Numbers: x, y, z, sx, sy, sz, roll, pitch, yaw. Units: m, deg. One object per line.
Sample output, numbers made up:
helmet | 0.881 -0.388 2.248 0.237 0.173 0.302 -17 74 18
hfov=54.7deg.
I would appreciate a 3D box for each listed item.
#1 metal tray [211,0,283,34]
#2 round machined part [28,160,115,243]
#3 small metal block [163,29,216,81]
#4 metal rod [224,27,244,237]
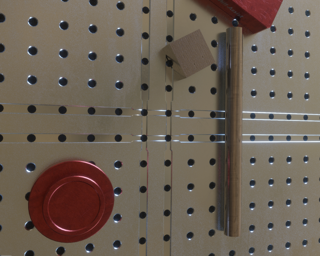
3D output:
metal tray | 0.121 -0.213 0.454 0.131 0.030 0.090 29 80 -18
round machined part | -0.102 0.087 0.366 0.099 0.042 0.097 0 90 -20
small metal block | 0.040 -0.101 0.427 0.050 0.025 0.050 -31 100 -17
metal rod | 0.107 0.005 0.451 0.025 0.025 0.298 1 90 -20
